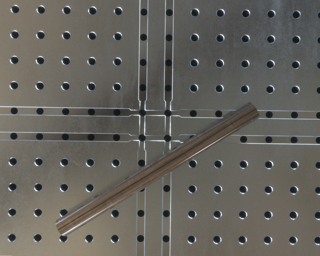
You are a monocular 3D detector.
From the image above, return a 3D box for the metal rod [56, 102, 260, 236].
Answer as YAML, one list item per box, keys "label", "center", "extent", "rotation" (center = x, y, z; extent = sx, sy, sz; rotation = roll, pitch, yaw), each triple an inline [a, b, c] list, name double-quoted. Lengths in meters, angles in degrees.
- label: "metal rod"
  center: [-0.003, 0.054, 0.413]
  extent: [0.301, 0.025, 0.025]
  rotation: [-31, 90, -1]
